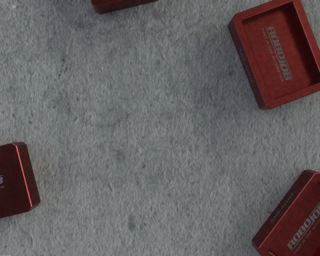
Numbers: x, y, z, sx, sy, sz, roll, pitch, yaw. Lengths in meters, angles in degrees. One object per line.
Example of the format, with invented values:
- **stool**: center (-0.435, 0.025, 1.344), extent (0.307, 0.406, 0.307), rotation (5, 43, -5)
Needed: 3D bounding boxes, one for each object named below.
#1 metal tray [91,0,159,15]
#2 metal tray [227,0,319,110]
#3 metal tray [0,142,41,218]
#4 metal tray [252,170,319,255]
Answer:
- **metal tray**: center (-0.057, -0.226, 0.406), extent (0.091, 0.030, 0.129), rotation (-14, 90, -1)
- **metal tray**: center (0.156, -0.099, 0.409), extent (0.090, 0.030, 0.129), rotation (-21, 90, -1)
- **metal tray**: center (-0.235, 0.076, 0.404), extent (0.131, 0.030, 0.089), rotation (-14, 90, -1)
- **metal tray**: center (0.198, 0.132, 0.410), extent (0.090, 0.030, 0.130), rotation (37, 90, -1)
